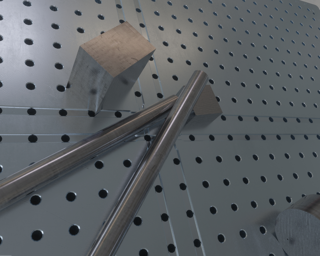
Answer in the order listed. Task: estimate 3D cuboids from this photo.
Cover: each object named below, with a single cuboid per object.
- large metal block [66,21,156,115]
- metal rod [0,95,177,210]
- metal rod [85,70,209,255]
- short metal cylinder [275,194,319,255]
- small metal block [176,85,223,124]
[{"bbox_3d":[-0.062,-0.074,0.385,0.050,0.080,0.080,44,51,2],"label":"large metal block"},{"bbox_3d":[-0.082,0.024,0.349,0.302,0.025,0.025,-30,79,-38],"label":"metal rod"},{"bbox_3d":[-0.005,0.034,0.366,0.025,0.025,0.301,34,57,-6],"label":"metal rod"},{"bbox_3d":[0.199,0.133,0.399,0.050,0.080,0.080,-17,71,-35],"label":"short metal cylinder"},{"bbox_3d":[0.058,-0.036,0.462,0.050,0.025,0.050,-7,65,-31],"label":"small metal block"}]
